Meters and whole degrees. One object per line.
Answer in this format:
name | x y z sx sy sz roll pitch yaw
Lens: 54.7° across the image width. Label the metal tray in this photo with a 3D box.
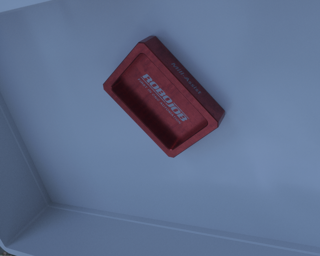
metal tray | 0.003 -0.035 0.381 0.130 0.030 0.090 46 129 -5
